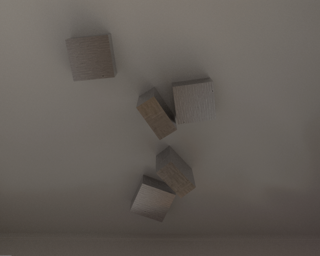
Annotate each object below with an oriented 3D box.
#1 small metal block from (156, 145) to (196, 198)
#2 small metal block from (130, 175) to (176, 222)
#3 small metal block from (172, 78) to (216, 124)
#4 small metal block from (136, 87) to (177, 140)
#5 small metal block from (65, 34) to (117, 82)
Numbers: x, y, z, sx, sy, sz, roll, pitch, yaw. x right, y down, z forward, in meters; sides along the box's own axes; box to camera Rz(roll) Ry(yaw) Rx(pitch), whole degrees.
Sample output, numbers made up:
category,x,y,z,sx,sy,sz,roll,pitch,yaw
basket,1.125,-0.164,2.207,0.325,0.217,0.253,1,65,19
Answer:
category,x,y,z,sx,sy,sz,roll,pitch,yaw
small metal block,0.020,0.058,0.420,0.025,0.050,0.050,-39,106,13
small metal block,-0.011,0.102,0.449,0.050,0.025,0.050,21,109,-8
small metal block,0.044,-0.035,0.399,0.050,0.025,0.050,-8,110,2
small metal block,-0.004,-0.020,0.391,0.025,0.050,0.050,-32,107,11
small metal block,-0.083,-0.086,0.378,0.050,0.025,0.050,-6,110,1
